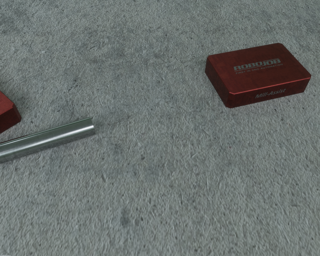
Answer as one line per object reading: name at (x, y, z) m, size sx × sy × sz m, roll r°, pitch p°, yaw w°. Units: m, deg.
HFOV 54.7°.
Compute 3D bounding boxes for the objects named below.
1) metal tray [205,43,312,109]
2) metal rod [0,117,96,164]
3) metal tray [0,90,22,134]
metal tray at (0.146, -0.083, 0.471) m, size 0.131 × 0.030 × 0.090 m, roll -13°, pitch 51°, yaw -11°
metal rod at (-0.227, 0.041, 0.365) m, size 0.302 × 0.025 × 0.025 m, roll -18°, pitch 53°, yaw -15°
metal tray at (-0.266, -0.030, 0.421) m, size 0.130 × 0.030 × 0.090 m, roll 36°, pitch 58°, yaw 26°
